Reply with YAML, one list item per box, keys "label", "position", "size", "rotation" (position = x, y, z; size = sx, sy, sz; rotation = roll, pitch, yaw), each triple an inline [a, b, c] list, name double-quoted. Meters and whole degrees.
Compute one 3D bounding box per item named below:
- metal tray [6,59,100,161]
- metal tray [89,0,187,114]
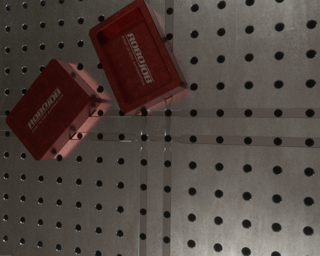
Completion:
- label: "metal tray"
  position: [-0.163, -0.026, 0.466]
  size: [0.090, 0.030, 0.130]
  rotation: [47, 104, 13]
- label: "metal tray"
  position: [-0.032, -0.094, 0.420]
  size: [0.090, 0.030, 0.129]
  rotation: [-26, 82, 17]
